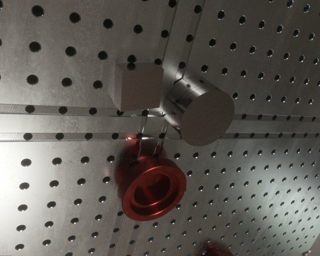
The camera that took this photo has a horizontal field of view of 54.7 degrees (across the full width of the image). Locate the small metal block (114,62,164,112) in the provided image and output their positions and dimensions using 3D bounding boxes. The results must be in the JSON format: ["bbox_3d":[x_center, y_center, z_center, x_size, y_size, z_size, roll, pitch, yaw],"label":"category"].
[{"bbox_3d":[-0.026,-0.049,0.368,0.050,0.025,0.050,-8,122,-25],"label":"small metal block"}]

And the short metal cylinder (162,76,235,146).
[{"bbox_3d":[0.050,-0.023,0.410,0.081,0.050,0.079,-14,124,-21],"label":"short metal cylinder"}]

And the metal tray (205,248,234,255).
[{"bbox_3d":[0.103,0.323,0.667,0.090,0.030,0.130,34,99,-39],"label":"metal tray"}]

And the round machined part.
[{"bbox_3d":[-0.015,0.083,0.445,0.099,0.042,0.097,-14,125,-21],"label":"round machined part"}]
